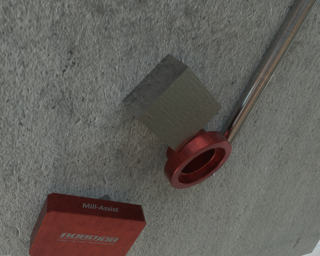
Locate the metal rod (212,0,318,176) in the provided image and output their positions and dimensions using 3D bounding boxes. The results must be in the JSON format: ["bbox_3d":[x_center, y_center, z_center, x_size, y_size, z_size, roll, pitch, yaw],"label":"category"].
[{"bbox_3d":[0.139,-0.059,0.446,0.025,0.025,0.298,14,111,-34],"label":"metal rod"}]

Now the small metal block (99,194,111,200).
[{"bbox_3d":[-0.085,0.129,0.438,0.050,0.025,0.050,-26,128,-19],"label":"small metal block"}]

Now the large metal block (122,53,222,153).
[{"bbox_3d":[0.016,-0.029,0.381,0.080,0.050,0.080,-45,129,3],"label":"large metal block"}]

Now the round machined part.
[{"bbox_3d":[0.048,0.038,0.434,0.099,0.042,0.097,-23,146,-17],"label":"round machined part"}]

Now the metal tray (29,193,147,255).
[{"bbox_3d":[-0.096,0.136,0.416,0.131,0.030,0.089,15,120,-26],"label":"metal tray"}]
